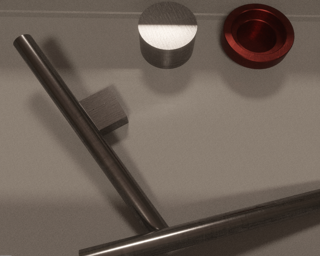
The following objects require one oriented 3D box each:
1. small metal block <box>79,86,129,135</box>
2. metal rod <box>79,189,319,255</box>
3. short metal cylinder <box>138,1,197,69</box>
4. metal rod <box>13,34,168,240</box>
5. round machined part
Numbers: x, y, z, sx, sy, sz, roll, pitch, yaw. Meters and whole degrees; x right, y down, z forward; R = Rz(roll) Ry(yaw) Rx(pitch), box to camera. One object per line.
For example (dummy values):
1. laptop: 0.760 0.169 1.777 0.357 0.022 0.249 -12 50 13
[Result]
1. small metal block: -0.077 -0.020 0.416 0.050 0.025 0.050 -29 73 -10
2. metal rod: 0.064 0.112 0.351 0.302 0.025 0.025 -11 70 -12
3. short metal cylinder: 0.010 -0.132 0.445 0.081 0.050 0.080 0 70 0
4. metal rod: -0.086 0.008 0.380 0.025 0.025 0.299 -35 84 -12
5. round machined part: 0.137 -0.127 0.449 0.099 0.042 0.098 0 70 -1
